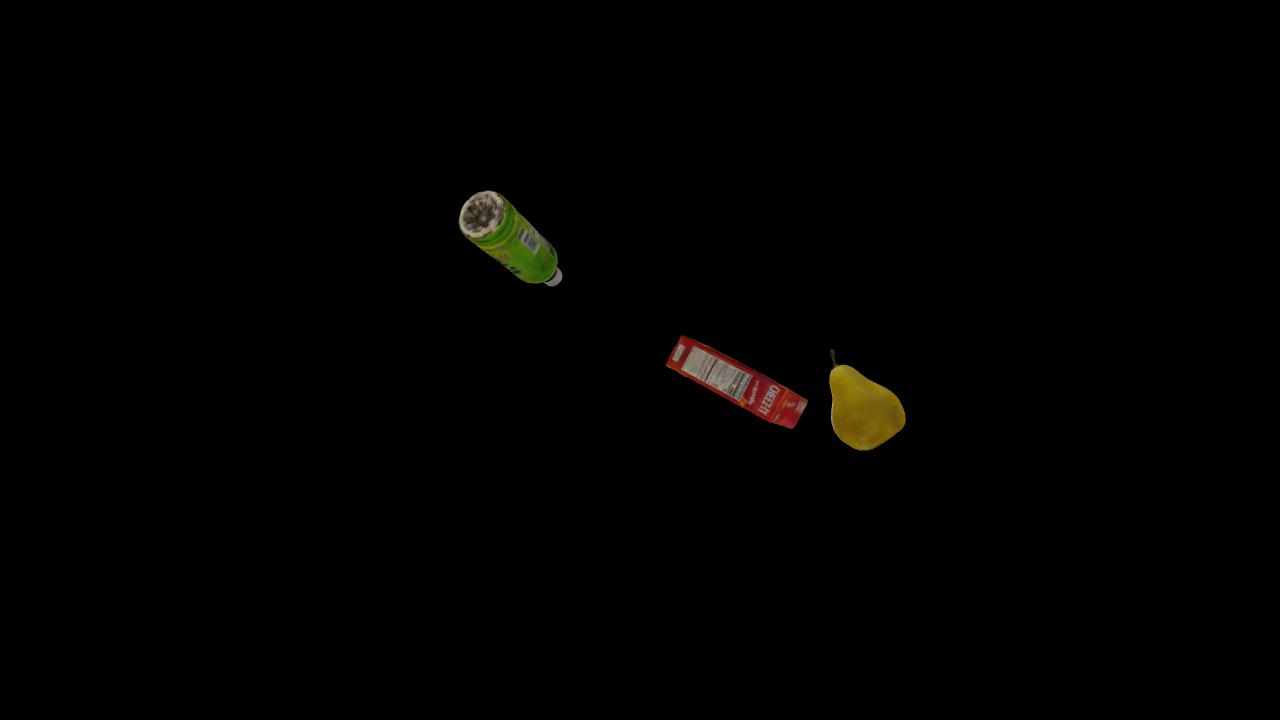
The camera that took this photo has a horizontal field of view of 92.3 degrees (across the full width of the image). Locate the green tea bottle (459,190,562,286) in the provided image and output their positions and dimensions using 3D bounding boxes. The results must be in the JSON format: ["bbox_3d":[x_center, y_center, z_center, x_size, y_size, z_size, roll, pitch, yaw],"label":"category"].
[{"bbox_3d":[-0.164,-0.153,0.852,0.073,0.073,0.212,0,-16,20],"label":"green tea bottle"}]

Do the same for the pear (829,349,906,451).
[{"bbox_3d":[0.234,0.043,0.674,0.080,0.111,0.080,-28,-21,-12],"label":"pear"}]

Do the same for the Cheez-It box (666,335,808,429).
[{"bbox_3d":[0.179,0.042,1.120,0.223,0.071,0.166,30,5,29],"label":"Cheez-It box"}]
